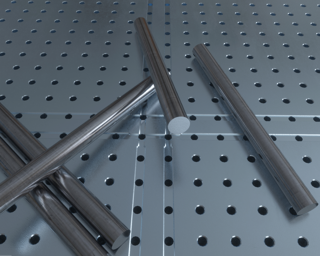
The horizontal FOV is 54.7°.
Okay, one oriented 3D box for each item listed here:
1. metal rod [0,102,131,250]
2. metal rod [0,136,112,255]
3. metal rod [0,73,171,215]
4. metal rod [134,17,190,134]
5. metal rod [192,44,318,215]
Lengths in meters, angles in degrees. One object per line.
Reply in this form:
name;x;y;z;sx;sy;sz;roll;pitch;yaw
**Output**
metal rod;-0.148;0.033;0.377;0.300;0.025;0.025;36;59;26
metal rod;-0.144;0.067;0.349;0.300;0.025;0.025;36;59;26
metal rod;-0.081;-0.001;0.383;0.025;0.025;0.302;29;48;22
metal rod;-0.007;-0.097;0.455;0.025;0.025;0.300;-8;40;-7
metal rod;0.113;-0.021;0.426;0.025;0.025;0.299;-14;52;-12
